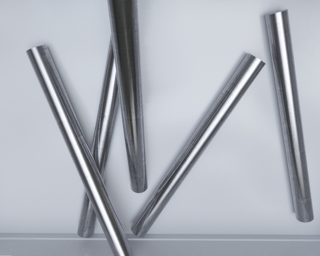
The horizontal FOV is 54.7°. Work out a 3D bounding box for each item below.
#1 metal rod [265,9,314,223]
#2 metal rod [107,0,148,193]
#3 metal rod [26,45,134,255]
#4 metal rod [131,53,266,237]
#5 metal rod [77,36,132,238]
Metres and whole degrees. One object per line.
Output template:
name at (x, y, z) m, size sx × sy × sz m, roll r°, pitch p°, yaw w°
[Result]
metal rod at (0.177, -0.001, 0.413) m, size 0.025 × 0.025 × 0.298 m, roll -15°, pitch 110°, yaw 5°
metal rod at (-0.030, -0.023, 0.339) m, size 0.025 × 0.025 × 0.298 m, roll -1°, pitch 135°, yaw 0°
metal rod at (-0.099, 0.042, 0.401) m, size 0.025 × 0.025 × 0.298 m, roll -19°, pitch 100°, yaw 6°
metal rod at (0.043, 0.035, 0.424) m, size 0.025 × 0.025 × 0.298 m, roll 29°, pitch 107°, yaw -11°
metal rod at (-0.078, 0.021, 0.418) m, size 0.025 × 0.025 × 0.298 m, roll 12°, pitch 110°, yaw -5°
